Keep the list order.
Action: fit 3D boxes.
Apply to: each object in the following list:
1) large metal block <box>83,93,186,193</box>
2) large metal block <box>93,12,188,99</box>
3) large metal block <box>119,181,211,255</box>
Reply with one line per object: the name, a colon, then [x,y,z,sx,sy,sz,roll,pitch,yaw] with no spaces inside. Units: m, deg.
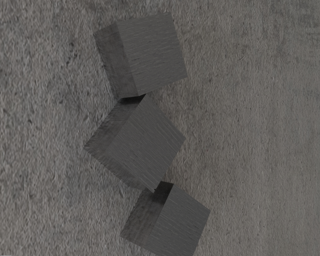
large metal block: [-0.027,0.018,0.365,0.080,0.050,0.080,48,62,-30]
large metal block: [-0.021,-0.086,0.370,0.081,0.050,0.080,-27,107,-37]
large metal block: [0.009,0.122,0.396,0.080,0.050,0.080,41,65,-32]
